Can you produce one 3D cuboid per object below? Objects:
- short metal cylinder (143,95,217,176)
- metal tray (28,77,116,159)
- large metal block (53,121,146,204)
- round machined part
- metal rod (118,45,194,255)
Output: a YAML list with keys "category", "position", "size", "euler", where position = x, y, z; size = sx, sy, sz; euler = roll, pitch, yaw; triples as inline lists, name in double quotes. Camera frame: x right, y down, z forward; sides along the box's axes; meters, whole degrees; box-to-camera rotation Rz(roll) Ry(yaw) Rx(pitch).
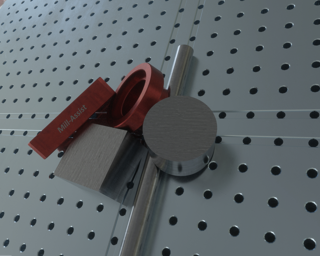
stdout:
- category: "short metal cylinder"
  position: [0.023, 0.010, 0.357]
  size: [0.080, 0.050, 0.080]
  euler: [-2, 64, 4]
- category: "metal tray"
  position: [-0.123, -0.018, 0.449]
  size: [0.130, 0.030, 0.090]
  euler: [-44, 13, -2]
- category: "large metal block"
  position: [-0.078, 0.043, 0.407]
  size: [0.080, 0.050, 0.080]
  euler: [11, 67, 32]
- category: "round machined part"
  position: [-0.026, -0.035, 0.416]
  size: [0.098, 0.042, 0.098]
  euler: [-37, 36, 34]
- category: "metal rod"
  position: [0.001, 0.016, 0.398]
  size: [0.025, 0.025, 0.300]
  euler: [1, 62, 29]
